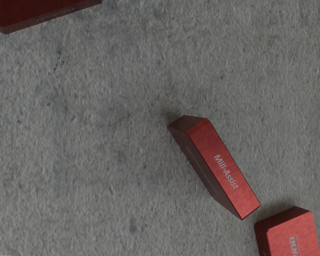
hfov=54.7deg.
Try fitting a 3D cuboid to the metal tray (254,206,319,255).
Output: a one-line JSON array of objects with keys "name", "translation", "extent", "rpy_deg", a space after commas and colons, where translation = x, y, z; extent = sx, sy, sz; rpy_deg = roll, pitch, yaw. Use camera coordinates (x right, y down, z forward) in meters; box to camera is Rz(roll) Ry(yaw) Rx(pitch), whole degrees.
[{"name": "metal tray", "translation": [0.204, 0.200, 0.484], "extent": [0.091, 0.030, 0.129], "rpy_deg": [-14, 95, -20]}]

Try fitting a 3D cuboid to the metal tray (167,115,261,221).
[{"name": "metal tray", "translation": [0.066, 0.046, 0.398], "extent": [0.030, 0.090, 0.130], "rpy_deg": [-35, 102, -8]}]

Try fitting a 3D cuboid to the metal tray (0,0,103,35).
[{"name": "metal tray", "translation": [-0.139, -0.173, 0.355], "extent": [0.131, 0.030, 0.090], "rpy_deg": [-27, 99, -18]}]
